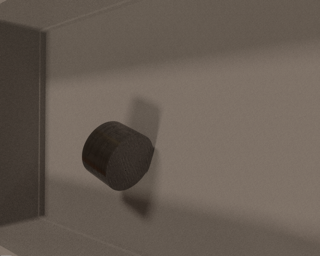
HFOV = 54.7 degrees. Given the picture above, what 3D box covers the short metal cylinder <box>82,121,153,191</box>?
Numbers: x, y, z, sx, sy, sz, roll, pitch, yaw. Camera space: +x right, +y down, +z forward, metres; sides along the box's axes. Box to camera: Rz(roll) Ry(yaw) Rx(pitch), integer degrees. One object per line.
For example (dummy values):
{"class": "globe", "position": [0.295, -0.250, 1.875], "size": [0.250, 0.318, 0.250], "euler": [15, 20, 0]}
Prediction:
{"class": "short metal cylinder", "position": [-0.056, 0.037, 0.415], "size": [0.050, 0.081, 0.079], "euler": [26, 106, 37]}
